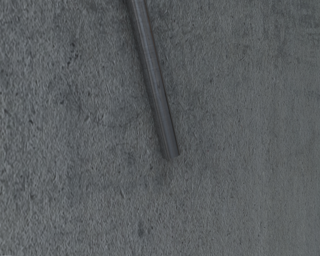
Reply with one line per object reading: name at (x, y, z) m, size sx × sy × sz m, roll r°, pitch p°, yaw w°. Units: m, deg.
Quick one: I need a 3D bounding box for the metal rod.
metal rod at (-0.018, -0.106, 0.388) m, size 0.025 × 0.025 × 0.298 m, roll -22°, pitch 104°, yaw -38°
